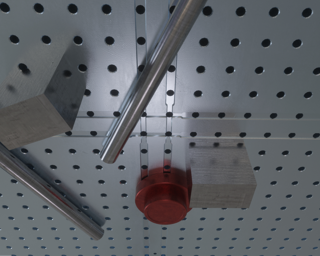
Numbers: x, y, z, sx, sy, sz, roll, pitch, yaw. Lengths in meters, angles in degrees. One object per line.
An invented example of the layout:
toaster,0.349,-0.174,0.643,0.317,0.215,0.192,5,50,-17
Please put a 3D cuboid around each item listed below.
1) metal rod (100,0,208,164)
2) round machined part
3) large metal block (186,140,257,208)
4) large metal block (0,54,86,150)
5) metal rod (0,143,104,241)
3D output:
metal rod,-0.009,-0.060,0.359,0.025,0.025,0.298,20,127,-17
round machined part,0.009,0.121,0.504,0.099,0.042,0.097,0,130,0
large metal block,0.080,0.063,0.430,0.081,0.080,0.050,1,130,-1
large metal block,-0.139,-0.030,0.349,0.080,0.080,0.050,-17,128,13
metal rod,-0.186,0.099,0.493,0.025,0.025,0.300,-22,127,18
